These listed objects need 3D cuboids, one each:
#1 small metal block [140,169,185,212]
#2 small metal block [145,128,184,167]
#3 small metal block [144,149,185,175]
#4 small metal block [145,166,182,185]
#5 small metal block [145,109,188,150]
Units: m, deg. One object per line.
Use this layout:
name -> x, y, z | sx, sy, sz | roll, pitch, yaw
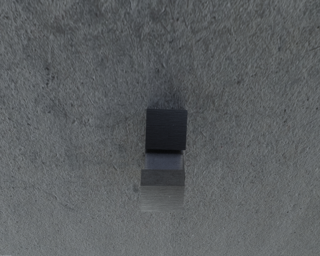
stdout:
small metal block -> 0.003, 0.076, 0.375 | 0.050, 0.025, 0.050 | 1, 130, -1
small metal block -> 0.005, 0.028, 0.433 | 0.050, 0.025, 0.050 | 2, 130, -2
small metal block -> 0.005, 0.053, 0.404 | 0.050, 0.050, 0.025 | 2, 130, -2
small metal block -> 0.004, 0.069, 0.451 | 0.050, 0.025, 0.050 | 2, 171, -2
small metal block -> 0.008, 0.001, 0.394 | 0.050, 0.025, 0.050 | 2, 94, -2
